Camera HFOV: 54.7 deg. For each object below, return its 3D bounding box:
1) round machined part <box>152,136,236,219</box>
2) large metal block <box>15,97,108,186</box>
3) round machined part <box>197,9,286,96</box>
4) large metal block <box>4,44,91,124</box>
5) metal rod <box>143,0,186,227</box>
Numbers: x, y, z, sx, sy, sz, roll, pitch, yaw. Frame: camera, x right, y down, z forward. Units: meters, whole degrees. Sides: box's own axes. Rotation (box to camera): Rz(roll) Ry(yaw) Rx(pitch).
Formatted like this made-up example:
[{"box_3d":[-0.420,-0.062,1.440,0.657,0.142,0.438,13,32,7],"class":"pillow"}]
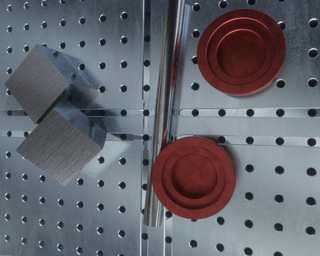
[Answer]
[{"box_3d":[0.042,0.058,0.384,0.098,0.042,0.097,0,92,11],"class":"round machined part"},{"box_3d":[-0.133,0.019,0.428,0.080,0.050,0.080,42,105,-17],"class":"large metal block"},{"box_3d":[0.097,-0.086,0.369,0.098,0.042,0.097,0,90,20],"class":"round machined part"},{"box_3d":[-0.166,-0.062,0.458,0.080,0.050,0.080,-45,76,14],"class":"large metal block"},{"box_3d":[0.005,-0.020,0.410,0.025,0.025,0.298,7,92,20],"class":"metal rod"}]
